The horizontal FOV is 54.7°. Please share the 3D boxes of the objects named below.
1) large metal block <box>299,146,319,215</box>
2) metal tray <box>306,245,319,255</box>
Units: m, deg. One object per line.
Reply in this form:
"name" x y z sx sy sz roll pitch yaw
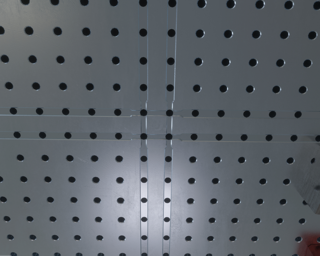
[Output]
"large metal block" 0.257 0.079 0.431 0.081 0.050 0.079 11 110 -5
"metal tray" 0.281 0.253 0.506 0.091 0.030 0.129 2 110 -1
